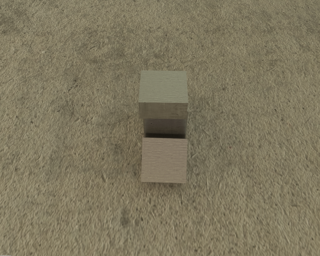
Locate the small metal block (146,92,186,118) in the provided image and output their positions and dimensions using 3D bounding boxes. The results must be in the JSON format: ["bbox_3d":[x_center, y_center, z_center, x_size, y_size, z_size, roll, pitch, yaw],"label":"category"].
[{"bbox_3d":[0.009,-0.032,0.416,0.050,0.025,0.050,2,14,1],"label":"small metal block"}]

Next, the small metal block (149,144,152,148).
[{"bbox_3d":[0.006,0.011,0.396,0.050,0.025,0.050,2,50,1],"label":"small metal block"}]

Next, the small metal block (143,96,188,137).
[{"bbox_3d":[0.006,-0.013,0.366,0.050,0.050,0.025,2,50,1],"label":"small metal block"}]

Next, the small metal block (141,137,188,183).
[{"bbox_3d":[0.005,0.036,0.358,0.050,0.025,0.050,2,91,1],"label":"small metal block"}]

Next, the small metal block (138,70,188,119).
[{"bbox_3d":[0.004,-0.037,0.338,0.050,0.025,0.050,1,50,0],"label":"small metal block"}]
